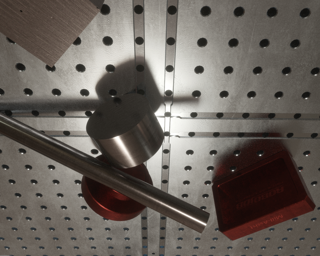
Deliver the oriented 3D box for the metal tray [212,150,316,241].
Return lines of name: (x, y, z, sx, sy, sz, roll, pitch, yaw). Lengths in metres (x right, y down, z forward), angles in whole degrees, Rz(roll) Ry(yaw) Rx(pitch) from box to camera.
metal tray: (0.144, 0.099, 0.455, 0.130, 0.090, 0.030, -31, 124, 23)

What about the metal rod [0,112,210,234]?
metal rod: (-0.083, 0.049, 0.380, 0.301, 0.025, 0.025, 25, 129, 8)

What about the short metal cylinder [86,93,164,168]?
short metal cylinder: (-0.041, 0.002, 0.377, 0.080, 0.080, 0.050, -16, 128, 13)

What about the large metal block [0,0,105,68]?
large metal block: (-0.109, -0.119, 0.292, 0.080, 0.050, 0.080, 36, 121, -27)

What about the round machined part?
round machined part: (-0.053, 0.072, 0.423, 0.099, 0.098, 0.042, 19, 132, -16)
